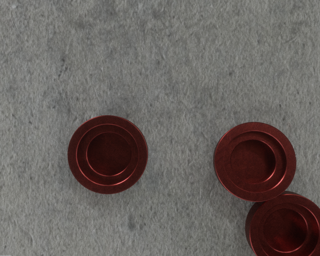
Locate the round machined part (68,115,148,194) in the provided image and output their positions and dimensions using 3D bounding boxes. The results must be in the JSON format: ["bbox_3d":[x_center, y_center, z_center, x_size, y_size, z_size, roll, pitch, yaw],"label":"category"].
[{"bbox_3d":[-0.064,0.033,0.401,0.099,0.042,0.097,0,90,-1],"label":"round machined part"}]

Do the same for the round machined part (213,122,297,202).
[{"bbox_3d":[0.118,0.043,0.399,0.099,0.042,0.097,0,83,4],"label":"round machined part"}]

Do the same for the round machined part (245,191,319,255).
[{"bbox_3d":[0.160,0.130,0.404,0.099,0.042,0.097,0,90,-1],"label":"round machined part"}]
